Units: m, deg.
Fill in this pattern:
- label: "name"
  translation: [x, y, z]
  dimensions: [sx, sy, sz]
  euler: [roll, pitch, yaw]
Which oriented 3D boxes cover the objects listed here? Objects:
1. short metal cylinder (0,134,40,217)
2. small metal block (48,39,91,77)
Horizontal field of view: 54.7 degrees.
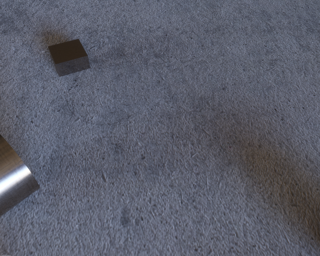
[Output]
- label: "short metal cylinder"
  translation: [-0.173, 0.048, 0.325]
  dimensions: [0.080, 0.080, 0.050]
  euler: [37, 59, 26]
- label: "small metal block"
  translation: [-0.146, -0.113, 0.497]
  dimensions: [0.050, 0.025, 0.050]
  euler: [-20, 53, -17]
